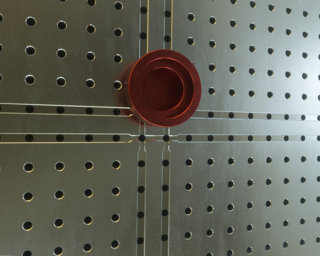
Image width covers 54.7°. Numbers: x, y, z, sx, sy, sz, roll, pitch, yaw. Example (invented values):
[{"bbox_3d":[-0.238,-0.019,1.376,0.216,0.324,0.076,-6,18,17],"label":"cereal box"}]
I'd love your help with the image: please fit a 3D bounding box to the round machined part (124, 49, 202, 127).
[{"bbox_3d":[0.001,-0.050,0.405,0.099,0.042,0.097,0,90,-21],"label":"round machined part"}]
